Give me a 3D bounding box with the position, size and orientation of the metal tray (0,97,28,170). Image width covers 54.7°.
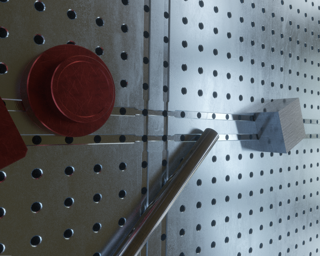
[{"bbox_3d":[-0.182,-0.014,0.254,0.091,0.030,0.129,-33,110,-35],"label":"metal tray"}]

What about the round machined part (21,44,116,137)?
[{"bbox_3d":[-0.088,-0.039,0.325,0.099,0.042,0.097,0,90,-40],"label":"round machined part"}]

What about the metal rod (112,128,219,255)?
[{"bbox_3d":[-0.005,0.110,0.407,0.301,0.025,0.025,-50,120,-29],"label":"metal rod"}]

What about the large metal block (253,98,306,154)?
[{"bbox_3d":[0.228,-0.006,0.588,0.081,0.050,0.080,-27,107,-37],"label":"large metal block"}]
